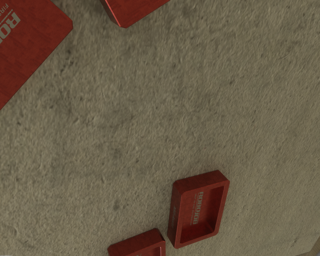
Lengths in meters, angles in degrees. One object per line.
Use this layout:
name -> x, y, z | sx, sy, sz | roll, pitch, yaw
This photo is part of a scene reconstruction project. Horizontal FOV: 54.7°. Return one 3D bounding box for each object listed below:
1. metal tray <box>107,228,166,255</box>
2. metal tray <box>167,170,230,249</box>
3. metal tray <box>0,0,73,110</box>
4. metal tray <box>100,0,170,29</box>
metal tray -> -0.037, 0.240, 0.534 | 0.091, 0.030, 0.129 | -15, 125, -21
metal tray -> 0.063, 0.139, 0.526 | 0.091, 0.030, 0.129 | -10, 123, -24
metal tray -> -0.154, -0.077, 0.272 | 0.130, 0.030, 0.090 | -47, 130, 4
metal tray -> -0.032, -0.171, 0.281 | 0.090, 0.030, 0.130 | -35, 129, -5
